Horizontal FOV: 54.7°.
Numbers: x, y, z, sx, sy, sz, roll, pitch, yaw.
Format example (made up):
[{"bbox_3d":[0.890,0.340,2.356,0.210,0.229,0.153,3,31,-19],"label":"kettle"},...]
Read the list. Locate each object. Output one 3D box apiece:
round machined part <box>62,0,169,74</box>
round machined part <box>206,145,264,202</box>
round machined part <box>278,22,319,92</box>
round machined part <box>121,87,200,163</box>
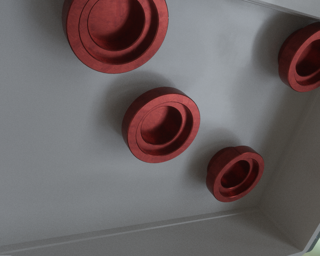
[{"bbox_3d":[-0.045,-0.106,0.301,0.099,0.042,0.097,-16,134,-17],"label":"round machined part"},{"bbox_3d":[0.116,0.069,0.504,0.099,0.042,0.097,-14,124,-21],"label":"round machined part"},{"bbox_3d":[0.211,-0.104,0.444,0.099,0.042,0.097,-14,129,-17],"label":"round machined part"},{"bbox_3d":[-0.002,-0.007,0.392,0.099,0.042,0.097,-14,124,-21],"label":"round machined part"}]
